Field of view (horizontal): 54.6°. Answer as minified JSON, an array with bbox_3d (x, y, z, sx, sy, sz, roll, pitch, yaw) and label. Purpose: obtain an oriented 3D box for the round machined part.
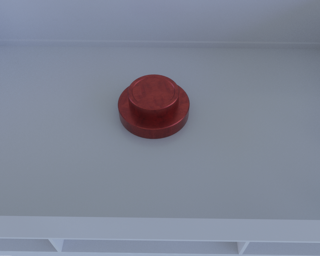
[{"bbox_3d":[-0.008,-0.036,0.424,0.099,0.042,0.098,0,50,0],"label":"round machined part"}]
